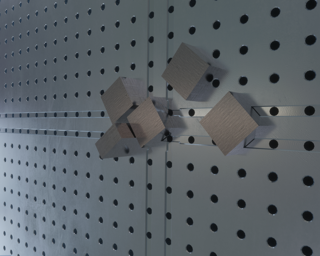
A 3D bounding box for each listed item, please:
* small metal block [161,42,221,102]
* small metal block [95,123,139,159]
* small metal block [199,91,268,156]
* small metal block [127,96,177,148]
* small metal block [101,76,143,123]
[{"bbox_3d":[0.037,-0.068,0.380,0.050,0.025,0.050,49,119,29],"label":"small metal block"},{"bbox_3d":[-0.055,0.018,0.440,0.050,0.050,0.025,-44,64,31],"label":"small metal block"},{"bbox_3d":[0.080,-0.005,0.344,0.050,0.025,0.050,-49,61,29],"label":"small metal block"},{"bbox_3d":[-0.012,-0.008,0.420,0.050,0.025,0.050,-40,66,33],"label":"small metal block"},{"bbox_3d":[-0.055,-0.040,0.456,0.050,0.025,0.050,-39,66,33],"label":"small metal block"}]
